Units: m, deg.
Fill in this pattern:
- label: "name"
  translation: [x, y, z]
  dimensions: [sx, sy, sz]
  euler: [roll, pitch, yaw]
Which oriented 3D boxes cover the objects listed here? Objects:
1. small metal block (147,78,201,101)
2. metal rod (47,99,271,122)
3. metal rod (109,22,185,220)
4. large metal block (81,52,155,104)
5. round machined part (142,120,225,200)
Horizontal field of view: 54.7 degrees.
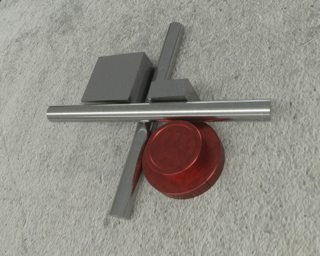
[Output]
- label: "small metal block"
  translation: [0.019, -0.037, 0.401]
  dimensions: [0.050, 0.050, 0.025]
  euler: [-1, 61, 27]
- label: "metal rod"
  translation: [-0.018, -0.020, 0.394]
  dimensions: [0.301, 0.025, 0.025]
  euler: [0, 62, 23]
- label: "metal rod"
  translation: [-0.011, -0.026, 0.426]
  dimensions: [0.025, 0.025, 0.300]
  euler: [2, 62, 29]
- label: "large metal block"
  translation: [-0.057, -0.061, 0.454]
  dimensions: [0.080, 0.050, 0.080]
  euler: [1, 62, 28]
- label: "round machined part"
  translation: [0.022, 0.030, 0.362]
  dimensions: [0.098, 0.042, 0.098]
  euler: [-13, 56, 20]
